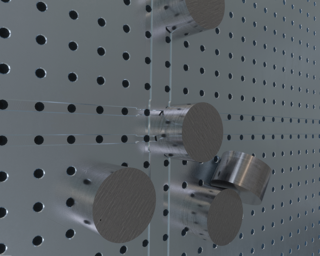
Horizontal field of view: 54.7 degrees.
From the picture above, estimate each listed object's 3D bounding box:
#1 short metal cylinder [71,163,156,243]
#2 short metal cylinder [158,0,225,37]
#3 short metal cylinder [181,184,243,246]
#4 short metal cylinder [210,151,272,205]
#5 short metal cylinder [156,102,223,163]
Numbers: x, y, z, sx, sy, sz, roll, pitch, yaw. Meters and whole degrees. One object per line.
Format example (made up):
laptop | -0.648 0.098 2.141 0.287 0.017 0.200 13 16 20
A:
short metal cylinder | -0.052 0.082 0.349 0.081 0.050 0.079 0 90 -40
short metal cylinder | 0.044 -0.172 0.429 0.081 0.050 0.079 0 90 -40
short metal cylinder | 0.078 0.126 0.458 0.081 0.050 0.079 0 90 -40
short metal cylinder | 0.125 0.078 0.478 0.080 0.080 0.050 42 64 -32
short metal cylinder | 0.042 0.006 0.427 0.081 0.050 0.079 0 90 -40
